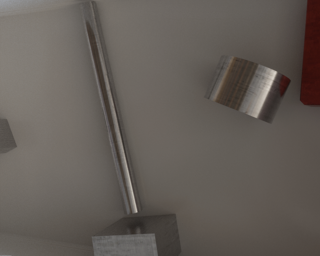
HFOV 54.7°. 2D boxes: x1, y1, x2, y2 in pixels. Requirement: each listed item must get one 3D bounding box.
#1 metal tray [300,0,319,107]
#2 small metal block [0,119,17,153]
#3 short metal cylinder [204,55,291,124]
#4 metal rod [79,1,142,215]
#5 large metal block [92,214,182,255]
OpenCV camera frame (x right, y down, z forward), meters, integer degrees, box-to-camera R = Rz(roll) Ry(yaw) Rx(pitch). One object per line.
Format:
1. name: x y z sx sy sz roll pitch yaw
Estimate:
1. metal tray: 0.201 -0.087 0.321 0.090 0.030 0.129 5 92 40
2. small metal block: -0.262 0.014 0.487 0.025 0.050 0.050 -26 82 18
3. short metal cylinder: 0.096 -0.043 0.347 0.080 0.080 0.050 24 98 18
4. metal rod: -0.070 -0.031 0.433 0.025 0.025 0.298 -15 85 19
5. large metal block: -0.026 0.146 0.390 0.080 0.080 0.050 -10 87 19
